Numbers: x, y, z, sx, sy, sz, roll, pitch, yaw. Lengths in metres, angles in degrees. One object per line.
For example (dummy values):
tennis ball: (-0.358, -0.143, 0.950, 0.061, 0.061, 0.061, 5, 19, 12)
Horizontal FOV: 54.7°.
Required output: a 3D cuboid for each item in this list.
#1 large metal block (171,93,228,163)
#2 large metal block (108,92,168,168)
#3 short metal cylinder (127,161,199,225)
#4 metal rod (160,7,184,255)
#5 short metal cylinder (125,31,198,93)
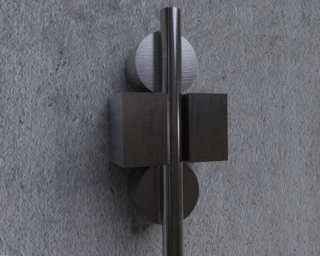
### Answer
large metal block: (0.043, -0.001, 0.397, 0.050, 0.080, 0.080, -1, 90, -20)
large metal block: (-0.029, 0.001, 0.370, 0.050, 0.080, 0.080, -1, 90, -20)
short metal cylinder: (0.003, 0.078, 0.399, 0.081, 0.050, 0.080, 0, 90, -20)
metal rod: (0.014, 0.013, 0.362, 0.025, 0.025, 0.298, -1, 90, -20)
short metal cylinder: (0.001, -0.078, 0.397, 0.081, 0.050, 0.080, 0, 90, -20)
